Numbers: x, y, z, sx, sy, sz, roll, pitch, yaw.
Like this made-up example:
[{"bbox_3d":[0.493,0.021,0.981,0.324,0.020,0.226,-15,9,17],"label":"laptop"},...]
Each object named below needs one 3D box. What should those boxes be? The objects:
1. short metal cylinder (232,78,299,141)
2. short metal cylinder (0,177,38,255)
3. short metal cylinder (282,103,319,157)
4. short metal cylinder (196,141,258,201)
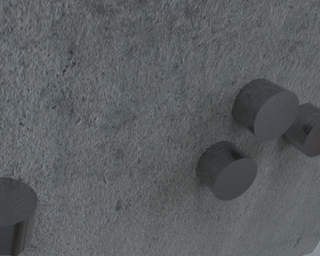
[{"bbox_3d":[0.155,-0.028,0.458,0.081,0.050,0.079,-14,124,-21],"label":"short metal cylinder"},{"bbox_3d":[-0.178,0.097,0.334,0.081,0.080,0.050,4,116,-30],"label":"short metal cylinder"},{"bbox_3d":[0.260,0.003,0.534,0.081,0.050,0.079,-14,124,-21],"label":"short metal cylinder"},{"bbox_3d":[0.105,0.067,0.489,0.081,0.050,0.079,-14,124,-21],"label":"short metal cylinder"}]
